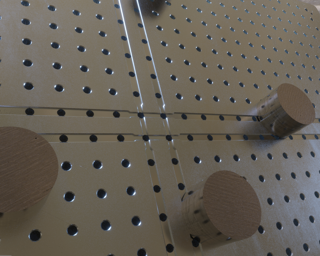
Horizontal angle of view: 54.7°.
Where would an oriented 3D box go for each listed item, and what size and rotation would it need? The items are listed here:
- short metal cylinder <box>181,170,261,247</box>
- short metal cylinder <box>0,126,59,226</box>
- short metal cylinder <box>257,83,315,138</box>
[{"bbox_3d":[0.073,0.098,0.374,0.081,0.050,0.080,14,56,-21],"label":"short metal cylinder"},{"bbox_3d":[-0.141,0.045,0.289,0.081,0.050,0.080,14,56,-21],"label":"short metal cylinder"},{"bbox_3d":[0.214,-0.029,0.528,0.081,0.050,0.080,14,56,-21],"label":"short metal cylinder"}]
